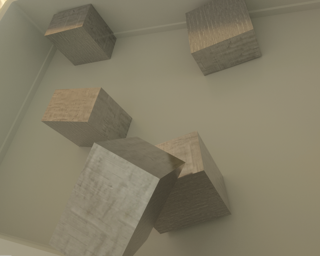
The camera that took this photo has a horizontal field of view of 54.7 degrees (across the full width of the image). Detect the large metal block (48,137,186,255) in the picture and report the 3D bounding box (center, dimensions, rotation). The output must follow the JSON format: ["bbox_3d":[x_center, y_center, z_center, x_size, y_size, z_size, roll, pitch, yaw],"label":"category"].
[{"bbox_3d":[-0.028,0.055,0.242,0.050,0.080,0.080,27,98,14],"label":"large metal block"}]

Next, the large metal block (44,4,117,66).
[{"bbox_3d":[-0.135,-0.159,0.539,0.080,0.080,0.050,-4,60,26],"label":"large metal block"}]

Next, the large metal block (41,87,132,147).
[{"bbox_3d":[-0.099,-0.012,0.430,0.080,0.080,0.050,1,63,29],"label":"large metal block"}]

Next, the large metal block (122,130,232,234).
[{"bbox_3d":[0.018,0.059,0.319,0.080,0.080,0.050,-21,40,16],"label":"large metal block"}]

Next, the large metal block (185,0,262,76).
[{"bbox_3d":[0.085,-0.129,0.422,0.080,0.050,0.080,-18,55,21],"label":"large metal block"}]
